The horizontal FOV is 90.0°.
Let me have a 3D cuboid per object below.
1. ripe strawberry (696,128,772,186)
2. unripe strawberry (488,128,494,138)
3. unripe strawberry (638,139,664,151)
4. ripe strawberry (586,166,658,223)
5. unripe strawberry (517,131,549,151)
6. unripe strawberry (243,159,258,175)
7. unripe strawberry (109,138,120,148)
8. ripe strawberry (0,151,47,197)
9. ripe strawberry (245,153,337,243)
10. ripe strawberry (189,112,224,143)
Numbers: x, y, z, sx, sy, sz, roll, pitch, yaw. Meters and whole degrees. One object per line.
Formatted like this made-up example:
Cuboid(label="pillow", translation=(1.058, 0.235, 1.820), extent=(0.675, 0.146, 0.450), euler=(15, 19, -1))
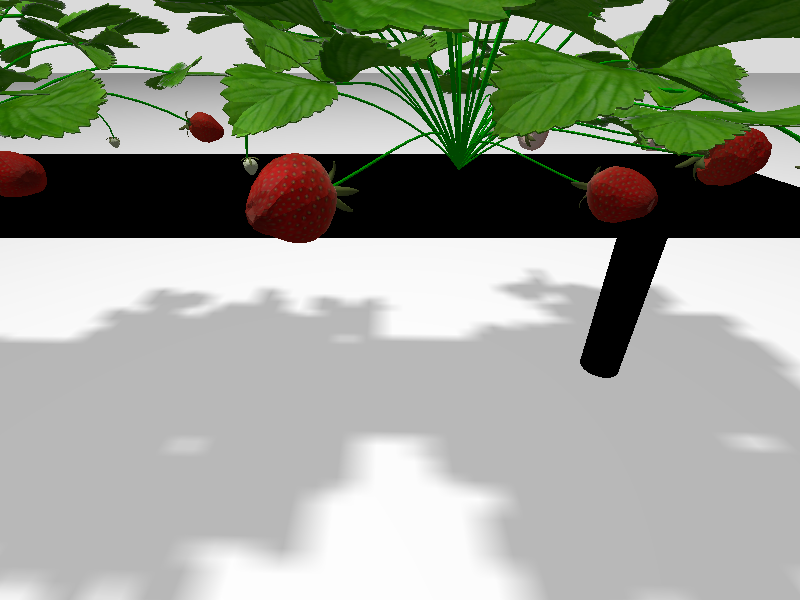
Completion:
Cuboid(label="ripe strawberry", translation=(0.236, -0.102, 0.283), extent=(0.041, 0.043, 0.038), euler=(9, 32, 14))
Cuboid(label="unripe strawberry", translation=(0.103, -0.189, 0.452), extent=(0.010, 0.011, 0.011), euler=(11, 33, 18))
Cuboid(label="unripe strawberry", translation=(0.256, -0.163, 0.398), extent=(0.029, 0.028, 0.031), euler=(-10, 33, -18))
Cuboid(label="ripe strawberry", translation=(0.122, -0.057, 0.220), extent=(0.035, 0.030, 0.035), euler=(-16, 35, -24))
Cuboid(label="unripe strawberry", translation=(0.138, -0.172, 0.412), extent=(0.032, 0.034, 0.035), euler=(26, 39, 36))
Cuboid(label="unripe strawberry", translation=(-0.107, -0.095, 0.286), extent=(0.010, 0.011, 0.011), euler=(-10, 33, -17))
Cuboid(label="unripe strawberry", translation=(-0.296, -0.163, 0.416), extent=(0.010, 0.010, 0.011), euler=(-24, 39, -34))
Cuboid(label="ripe strawberry", translation=(-0.252, -0.083, 0.263), extent=(0.034, 0.029, 0.034), euler=(17, 35, 24))
Cuboid(label="ripe strawberry", translation=(-0.055, -0.048, 0.196), extent=(0.042, 0.044, 0.046), euler=(19, 36, 28))
Cuboid(label="ripe strawberry", translation=(-0.211, -0.188, 0.438), extent=(0.035, 0.030, 0.035), euler=(2, 24, -38))
